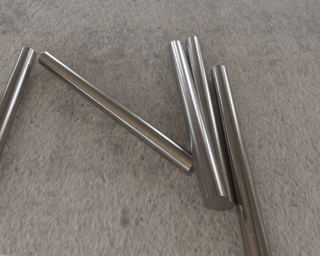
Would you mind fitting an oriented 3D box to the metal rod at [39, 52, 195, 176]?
[{"bbox_3d":[-0.071,-0.032,0.428,0.300,0.025,0.025,35,58,25],"label":"metal rod"}]

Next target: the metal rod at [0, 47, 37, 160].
[{"bbox_3d":[-0.207,-0.006,0.405,0.025,0.025,0.300,-1,50,-2],"label":"metal rod"}]

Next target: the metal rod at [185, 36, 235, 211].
[{"bbox_3d":[0.062,-0.031,0.429,0.025,0.025,0.300,-2,50,-2],"label":"metal rod"}]

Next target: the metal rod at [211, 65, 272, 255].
[{"bbox_3d":[0.093,0.027,0.381,0.025,0.025,0.300,0,50,-1],"label":"metal rod"}]

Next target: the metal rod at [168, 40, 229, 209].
[{"bbox_3d":[0.040,-0.031,0.410,0.025,0.025,0.300,-4,44,-4],"label":"metal rod"}]
